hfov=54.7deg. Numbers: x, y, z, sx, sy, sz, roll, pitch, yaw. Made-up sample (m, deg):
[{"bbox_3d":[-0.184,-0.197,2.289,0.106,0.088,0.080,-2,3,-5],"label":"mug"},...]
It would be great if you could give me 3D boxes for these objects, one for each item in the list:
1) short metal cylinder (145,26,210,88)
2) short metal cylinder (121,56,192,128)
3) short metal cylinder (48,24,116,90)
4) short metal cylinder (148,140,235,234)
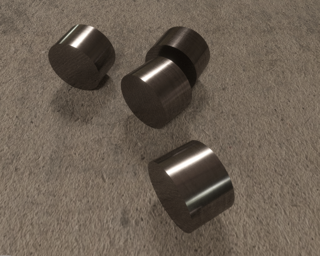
[{"bbox_3d":[0.026,-0.099,0.451,0.080,0.080,0.050,21,53,17],"label":"short metal cylinder"},{"bbox_3d":[-0.005,-0.046,0.406,0.080,0.080,0.050,36,59,26],"label":"short metal cylinder"},{"bbox_3d":[-0.113,-0.102,0.452,0.080,0.080,0.050,16,52,13],"label":"short metal cylinder"},{"bbox_3d":[0.030,0.059,0.318,0.050,0.080,0.080,-26,55,-20],"label":"short metal cylinder"}]
